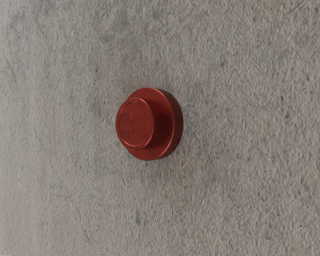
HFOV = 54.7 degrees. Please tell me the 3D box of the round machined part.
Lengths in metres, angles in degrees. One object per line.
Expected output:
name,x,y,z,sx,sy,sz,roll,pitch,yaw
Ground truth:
round machined part,-0.021,-0.005,0.410,0.098,0.042,0.097,0,90,39
